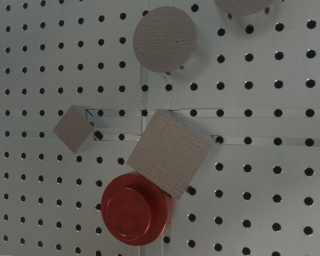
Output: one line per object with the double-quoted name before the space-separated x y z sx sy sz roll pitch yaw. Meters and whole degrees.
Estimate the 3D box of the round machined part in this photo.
"round machined part" -0.037 0.110 0.416 0.098 0.042 0.097 0 90 19

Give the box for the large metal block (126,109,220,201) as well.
"large metal block" 0.018 0.031 0.392 0.080 0.050 0.080 33 100 16

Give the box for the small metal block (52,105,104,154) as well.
"small metal block" -0.120 0.002 0.453 0.050 0.025 0.050 44 103 14

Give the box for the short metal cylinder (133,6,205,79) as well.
"short metal cylinder" 0.013 -0.106 0.394 0.080 0.050 0.079 0 90 19

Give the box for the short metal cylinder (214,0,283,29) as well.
"short metal cylinder" 0.103 -0.163 0.363 0.080 0.050 0.079 0 90 19
